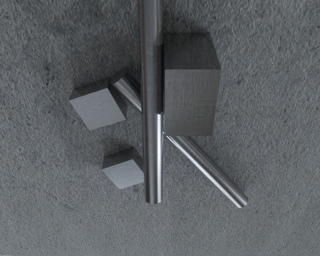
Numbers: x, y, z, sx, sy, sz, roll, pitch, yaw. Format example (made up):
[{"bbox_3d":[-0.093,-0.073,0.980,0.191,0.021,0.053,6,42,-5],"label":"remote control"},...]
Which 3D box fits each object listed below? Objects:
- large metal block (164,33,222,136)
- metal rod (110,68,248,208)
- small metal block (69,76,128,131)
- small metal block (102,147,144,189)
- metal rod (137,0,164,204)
[{"bbox_3d":[0.029,-0.048,0.331,0.050,0.080,0.079,0,130,0],"label":"large metal block"},{"bbox_3d":[0.043,0.030,0.433,0.025,0.025,0.300,-30,124,23],"label":"metal rod"},{"bbox_3d":[-0.074,-0.029,0.381,0.050,0.025,0.050,-16,129,13],"label":"small metal block"},{"bbox_3d":[-0.050,0.060,0.458,0.050,0.025,0.050,-20,128,15],"label":"small metal block"},{"bbox_3d":[-0.009,-0.030,0.352,0.025,0.025,0.298,0,122,0],"label":"metal rod"}]
